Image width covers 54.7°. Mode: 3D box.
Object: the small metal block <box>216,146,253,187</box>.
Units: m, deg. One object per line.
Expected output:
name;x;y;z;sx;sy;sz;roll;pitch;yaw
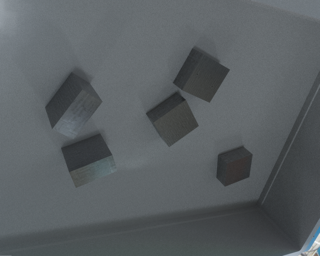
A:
small metal block;0.124;0.064;0.519;0.050;0.025;0.050;-16;125;-20

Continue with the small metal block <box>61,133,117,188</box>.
small metal block;-0.085;0.037;0.370;0.050;0.050;0.025;-21;127;-16

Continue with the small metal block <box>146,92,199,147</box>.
small metal block;0.017;-0.011;0.413;0.050;0.025;0.050;-35;129;-5

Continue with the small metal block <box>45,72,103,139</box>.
small metal block;-0.093;-0.025;0.328;0.025;0.050;0.050;33;100;-39

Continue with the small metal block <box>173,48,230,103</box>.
small metal block;0.053;-0.067;0.398;0.050;0.025;0.050;19;108;-36
